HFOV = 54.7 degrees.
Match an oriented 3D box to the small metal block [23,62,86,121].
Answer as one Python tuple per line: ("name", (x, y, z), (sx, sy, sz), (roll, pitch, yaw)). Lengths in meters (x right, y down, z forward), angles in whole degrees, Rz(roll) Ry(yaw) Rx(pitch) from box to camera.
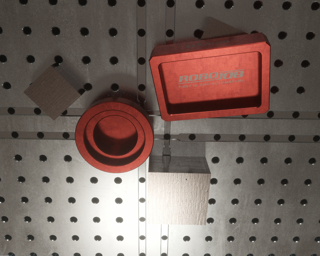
("small metal block", (-0.133, -0.047, 0.394), (0.050, 0.025, 0.050), (-40, 106, 13))

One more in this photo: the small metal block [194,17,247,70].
("small metal block", (0.072, -0.101, 0.377), (0.050, 0.025, 0.050), (22, 108, -8))

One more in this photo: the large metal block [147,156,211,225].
("large metal block", (0.024, 0.086, 0.432), (0.081, 0.050, 0.079), (2, 110, -1))

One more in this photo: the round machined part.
("round machined part", (-0.057, 0.006, 0.406), (0.099, 0.042, 0.097), (0, 110, -1))

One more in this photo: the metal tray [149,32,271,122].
("metal tray", (0.060, -0.057, 0.368), (0.131, 0.030, 0.089), (-5, 125, 11))
